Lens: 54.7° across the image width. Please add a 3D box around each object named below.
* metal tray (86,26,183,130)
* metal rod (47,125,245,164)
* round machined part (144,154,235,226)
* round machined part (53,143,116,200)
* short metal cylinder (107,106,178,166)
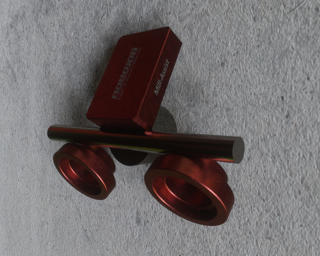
[{"bbox_3d":[-0.033,-0.062,0.393,0.090,0.030,0.130,3,66,39],"label":"metal tray"},{"bbox_3d":[-0.044,0.014,0.377,0.300,0.025,0.025,3,92,39],"label":"metal rod"},{"bbox_3d":[0.035,0.061,0.342,0.098,0.042,0.097,22,144,18],"label":"round machined part"},{"bbox_3d":[-0.105,0.058,0.459,0.098,0.042,0.097,22,140,20],"label":"round machined part"},{"bbox_3d":[-0.024,0.008,0.408,0.080,0.050,0.079,0,90,39],"label":"short metal cylinder"}]
